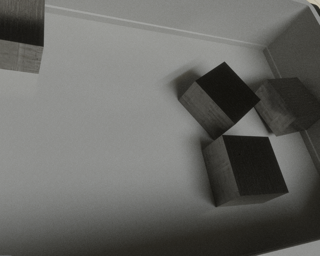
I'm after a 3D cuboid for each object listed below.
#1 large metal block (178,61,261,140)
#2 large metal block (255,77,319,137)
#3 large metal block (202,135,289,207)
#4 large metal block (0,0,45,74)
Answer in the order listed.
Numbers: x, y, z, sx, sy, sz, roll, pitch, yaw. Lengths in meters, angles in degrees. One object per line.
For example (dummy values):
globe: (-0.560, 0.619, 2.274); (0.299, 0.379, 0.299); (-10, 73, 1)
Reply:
large metal block: (0.089, -0.042, 0.463); (0.080, 0.050, 0.080); (49, 51, 6)
large metal block: (0.214, -0.038, 0.520); (0.081, 0.050, 0.080); (-9, 58, -32)
large metal block: (0.112, 0.057, 0.414); (0.081, 0.050, 0.080); (3, 60, -27)
large metal block: (-0.181, -0.116, 0.363); (0.081, 0.050, 0.080); (4, 60, -26)
